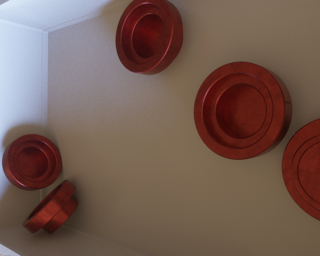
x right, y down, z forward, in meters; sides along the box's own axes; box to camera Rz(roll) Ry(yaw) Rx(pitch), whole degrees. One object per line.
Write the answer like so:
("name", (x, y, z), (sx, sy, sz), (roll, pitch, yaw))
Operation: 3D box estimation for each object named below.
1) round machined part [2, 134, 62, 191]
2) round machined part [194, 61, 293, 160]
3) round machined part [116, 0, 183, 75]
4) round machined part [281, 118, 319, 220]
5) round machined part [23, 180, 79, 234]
("round machined part", (-0.229, 0.063, 0.549), (0.042, 0.099, 0.098), (-23, 75, 38))
("round machined part", (0.088, -0.017, 0.323), (0.098, 0.042, 0.097), (0, 90, 40))
("round machined part", (-0.009, -0.118, 0.404), (0.098, 0.042, 0.097), (0, 90, 40))
("round machined part", (0.155, 0.037, 0.268), (0.098, 0.042, 0.097), (0, 90, 40))
("round machined part", (-0.175, 0.136, 0.517), (0.042, 0.098, 0.098), (46, 125, -11))
